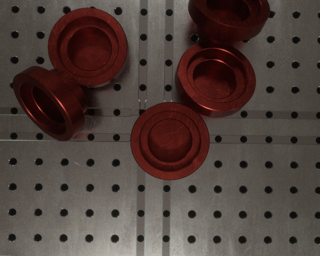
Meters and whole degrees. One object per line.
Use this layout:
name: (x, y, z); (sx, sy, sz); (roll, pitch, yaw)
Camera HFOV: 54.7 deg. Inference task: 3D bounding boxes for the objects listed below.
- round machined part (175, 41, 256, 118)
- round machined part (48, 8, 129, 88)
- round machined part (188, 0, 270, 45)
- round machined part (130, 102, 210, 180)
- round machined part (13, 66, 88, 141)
round machined part: (0.067, -0.058, 0.395); (0.099, 0.042, 0.098); (3, 69, -8)
round machined part: (-0.090, -0.100, 0.404); (0.099, 0.042, 0.097); (0, 90, -1)
round machined part: (0.083, -0.144, 0.392); (0.099, 0.042, 0.098); (5, 58, -8)
round machined part: (0.013, 0.016, 0.404); (0.099, 0.042, 0.097); (0, 92, 1)
round machined part: (-0.130, -0.034, 0.385); (0.098, 0.098, 0.042); (43, 54, -1)
